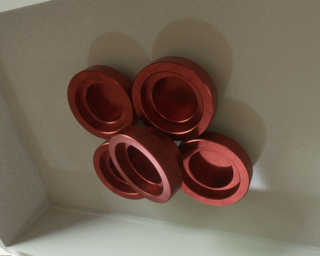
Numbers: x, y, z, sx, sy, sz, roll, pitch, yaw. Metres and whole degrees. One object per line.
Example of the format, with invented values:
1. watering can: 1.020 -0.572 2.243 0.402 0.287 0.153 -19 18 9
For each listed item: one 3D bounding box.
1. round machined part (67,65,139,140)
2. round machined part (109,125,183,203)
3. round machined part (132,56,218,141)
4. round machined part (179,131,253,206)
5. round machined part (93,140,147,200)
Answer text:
1. round machined part: -0.068 -0.036 0.407 0.098 0.042 0.097 13 124 20
2. round machined part: -0.012 0.037 0.368 0.098 0.042 0.097 30 141 28
3. round machined part: 0.020 -0.037 0.361 0.098 0.042 0.097 13 124 20
4. round machined part: 0.066 0.046 0.388 0.098 0.042 0.097 13 124 20
5. round machined part: -0.044 0.053 0.450 0.098 0.042 0.097 13 124 20
